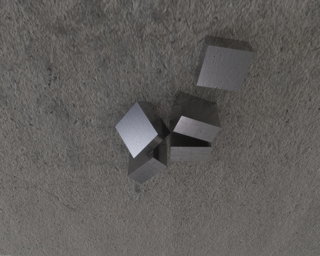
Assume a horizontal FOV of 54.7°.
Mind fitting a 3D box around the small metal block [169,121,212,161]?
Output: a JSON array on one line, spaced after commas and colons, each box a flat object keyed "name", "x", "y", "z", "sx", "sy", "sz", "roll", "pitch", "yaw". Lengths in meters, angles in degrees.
[{"name": "small metal block", "x": 0.038, "y": 0.016, "z": 0.405, "sx": 0.050, "sy": 0.050, "sz": 0.025, "roll": 0, "pitch": 130, "yaw": -1}]

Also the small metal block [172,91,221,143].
[{"name": "small metal block", "x": 0.043, "y": -0.014, "z": 0.379, "sx": 0.050, "sy": 0.050, "sz": 0.025, "roll": 16, "pitch": 128, "yaw": -14}]

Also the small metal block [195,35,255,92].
[{"name": "small metal block", "x": 0.070, "y": -0.072, "z": 0.347, "sx": 0.050, "sy": 0.025, "sz": 0.050, "roll": 7, "pitch": 130, "yaw": -6}]

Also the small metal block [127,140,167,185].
[{"name": "small metal block", "x": -0.017, "y": 0.041, "z": 0.425, "sx": 0.025, "sy": 0.050, "sz": 0.050, "roll": 36, "pitch": 121, "yaw": -27}]

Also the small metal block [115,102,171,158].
[{"name": "small metal block", "x": -0.022, "y": 0.002, "z": 0.389, "sx": 0.025, "sy": 0.050, "sz": 0.050, "roll": -6, "pitch": 147, "yaw": -52}]
